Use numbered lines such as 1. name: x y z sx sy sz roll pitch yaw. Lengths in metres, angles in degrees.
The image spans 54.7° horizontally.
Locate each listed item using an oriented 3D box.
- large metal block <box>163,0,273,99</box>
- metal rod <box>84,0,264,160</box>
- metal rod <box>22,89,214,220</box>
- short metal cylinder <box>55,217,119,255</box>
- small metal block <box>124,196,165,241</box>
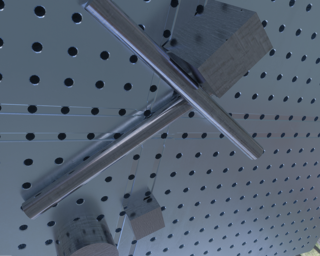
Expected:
1. large metal block: 0.063 -0.092 0.353 0.080 0.080 0.050 -44 129 2
2. metal rod: 0.037 -0.045 0.375 0.301 0.025 0.025 38 97 -30
3. metal rod: -0.040 0.018 0.400 0.301 0.025 0.025 -35 129 -6
4. short metal cylinder: -0.106 0.176 0.446 0.081 0.050 0.079 -14 124 -21
5. small metal block: -0.023 0.142 0.486 0.050 0.025 0.050 -22 127 -15
